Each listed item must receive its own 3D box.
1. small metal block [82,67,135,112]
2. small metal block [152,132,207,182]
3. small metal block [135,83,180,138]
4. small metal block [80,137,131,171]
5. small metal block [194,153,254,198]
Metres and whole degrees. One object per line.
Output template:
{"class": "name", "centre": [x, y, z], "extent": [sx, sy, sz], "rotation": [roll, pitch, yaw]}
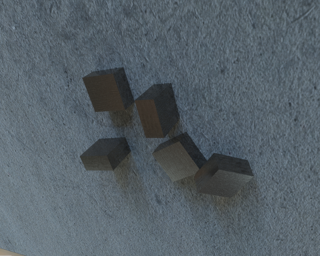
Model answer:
{"class": "small metal block", "centre": [-0.068, -0.050, 0.412], "extent": [0.050, 0.025, 0.050], "rotation": [-2, 118, 29]}
{"class": "small metal block", "centre": [0.026, 0.040, 0.418], "extent": [0.050, 0.025, 0.050], "rotation": [-28, 103, 37]}
{"class": "small metal block", "centre": [-0.002, -0.022, 0.378], "extent": [0.025, 0.050, 0.050], "rotation": [-1, 118, 29]}
{"class": "small metal block", "centre": [-0.080, 0.038, 0.456], "extent": [0.050, 0.050, 0.025], "rotation": [-4, 116, 30]}
{"class": "small metal block", "centre": [0.079, 0.061, 0.388], "extent": [0.050, 0.025, 0.050], "rotation": [13, 132, -21]}
